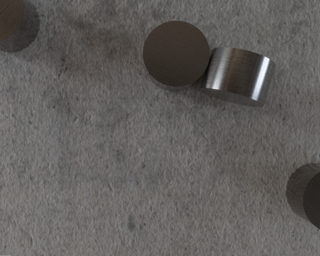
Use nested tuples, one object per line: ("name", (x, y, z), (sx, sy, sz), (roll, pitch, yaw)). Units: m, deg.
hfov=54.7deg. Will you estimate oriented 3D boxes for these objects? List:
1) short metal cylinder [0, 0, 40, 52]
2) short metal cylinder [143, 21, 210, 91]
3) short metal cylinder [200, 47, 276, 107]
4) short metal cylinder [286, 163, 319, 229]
("short metal cylinder", (-0.203, -0.142, 0.395), (0.081, 0.050, 0.079), (0, 90, -1))
("short metal cylinder", (0.020, -0.089, 0.397), (0.081, 0.050, 0.079), (0, 90, 0))
("short metal cylinder", (0.095, -0.061, 0.384), (0.080, 0.080, 0.050), (16, 90, -1))
("short metal cylinder", (0.213, 0.088, 0.400), (0.081, 0.050, 0.079), (0, 90, -1))
